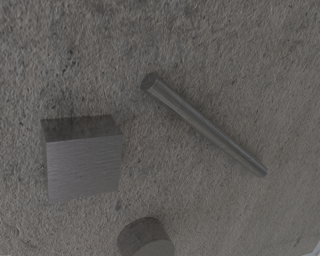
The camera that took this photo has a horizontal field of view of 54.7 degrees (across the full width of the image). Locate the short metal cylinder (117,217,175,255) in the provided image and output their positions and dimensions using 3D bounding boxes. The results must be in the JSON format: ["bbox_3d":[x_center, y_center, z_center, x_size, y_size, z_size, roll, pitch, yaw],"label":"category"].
[{"bbox_3d":[-0.023,0.191,0.496,0.081,0.050,0.079,-14,124,-21],"label":"short metal cylinder"}]

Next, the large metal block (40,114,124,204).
[{"bbox_3d":[-0.092,0.034,0.361,0.081,0.050,0.079,-6,121,-26],"label":"large metal block"}]

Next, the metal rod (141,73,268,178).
[{"bbox_3d":[0.083,0.012,0.459,0.301,0.025,0.025,34,99,-39],"label":"metal rod"}]
